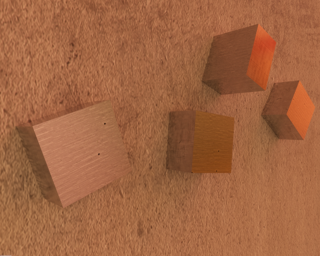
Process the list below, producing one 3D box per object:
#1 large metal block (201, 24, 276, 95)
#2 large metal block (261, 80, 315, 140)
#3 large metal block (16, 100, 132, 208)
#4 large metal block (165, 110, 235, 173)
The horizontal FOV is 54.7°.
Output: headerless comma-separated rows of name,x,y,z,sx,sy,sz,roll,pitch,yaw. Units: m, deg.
large metal block,0.118,-0.100,0.467,0.050,0.080,0.080,27,73,-37
large metal block,0.248,-0.033,0.596,0.080,0.050,0.080,44,64,-31
large metal block,-0.085,0.022,0.317,0.081,0.050,0.080,-25,106,-37
large metal block,0.057,0.021,0.436,0.081,0.050,0.080,7,86,-40
